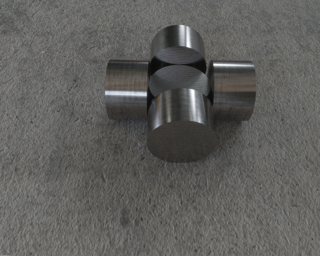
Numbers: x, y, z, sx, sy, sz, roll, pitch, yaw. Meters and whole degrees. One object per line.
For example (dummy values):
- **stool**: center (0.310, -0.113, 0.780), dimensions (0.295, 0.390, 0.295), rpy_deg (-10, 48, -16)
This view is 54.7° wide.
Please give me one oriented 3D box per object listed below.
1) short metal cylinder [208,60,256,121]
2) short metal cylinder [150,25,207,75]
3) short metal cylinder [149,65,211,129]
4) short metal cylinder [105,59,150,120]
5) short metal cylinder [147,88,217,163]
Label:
- **short metal cylinder**: center (0.091, -0.050, 0.412), dimensions (0.050, 0.080, 0.080), rpy_deg (1, 50, 1)
- **short metal cylinder**: center (0.026, -0.102, 0.454), dimensions (0.081, 0.080, 0.050), rpy_deg (1, 51, 0)
- **short metal cylinder**: center (0.026, -0.041, 0.424), dimensions (0.081, 0.050, 0.080), rpy_deg (0, 50, 0)
- **short metal cylinder**: center (-0.040, -0.050, 0.411), dimensions (0.050, 0.080, 0.080), rpy_deg (1, 50, 1)
- **short metal cylinder**: center (0.025, -0.001, 0.370), dimensions (0.081, 0.080, 0.050), rpy_deg (0, 50, 0)
